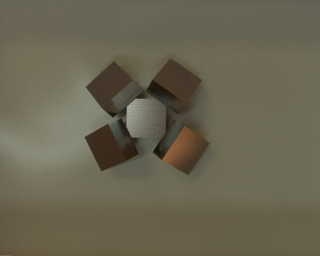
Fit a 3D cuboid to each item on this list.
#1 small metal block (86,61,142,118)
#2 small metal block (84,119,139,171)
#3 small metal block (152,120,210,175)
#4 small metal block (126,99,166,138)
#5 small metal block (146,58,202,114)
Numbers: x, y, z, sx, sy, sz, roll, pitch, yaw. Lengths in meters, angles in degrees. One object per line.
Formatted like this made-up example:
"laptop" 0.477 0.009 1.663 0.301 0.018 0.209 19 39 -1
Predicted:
"small metal block" -0.059 -0.050 0.396 0.050 0.025 0.050 -42 53 0
"small metal block" -0.062 0.022 0.397 0.050 0.025 0.050 -26 90 37
"small metal block" 0.027 0.026 0.398 0.050 0.025 0.050 34 90 -35
"small metal block" -0.017 -0.012 0.409 0.050 0.025 0.050 2 90 0
"small metal block" 0.018 -0.054 0.397 0.050 0.025 0.050 35 53 -1
